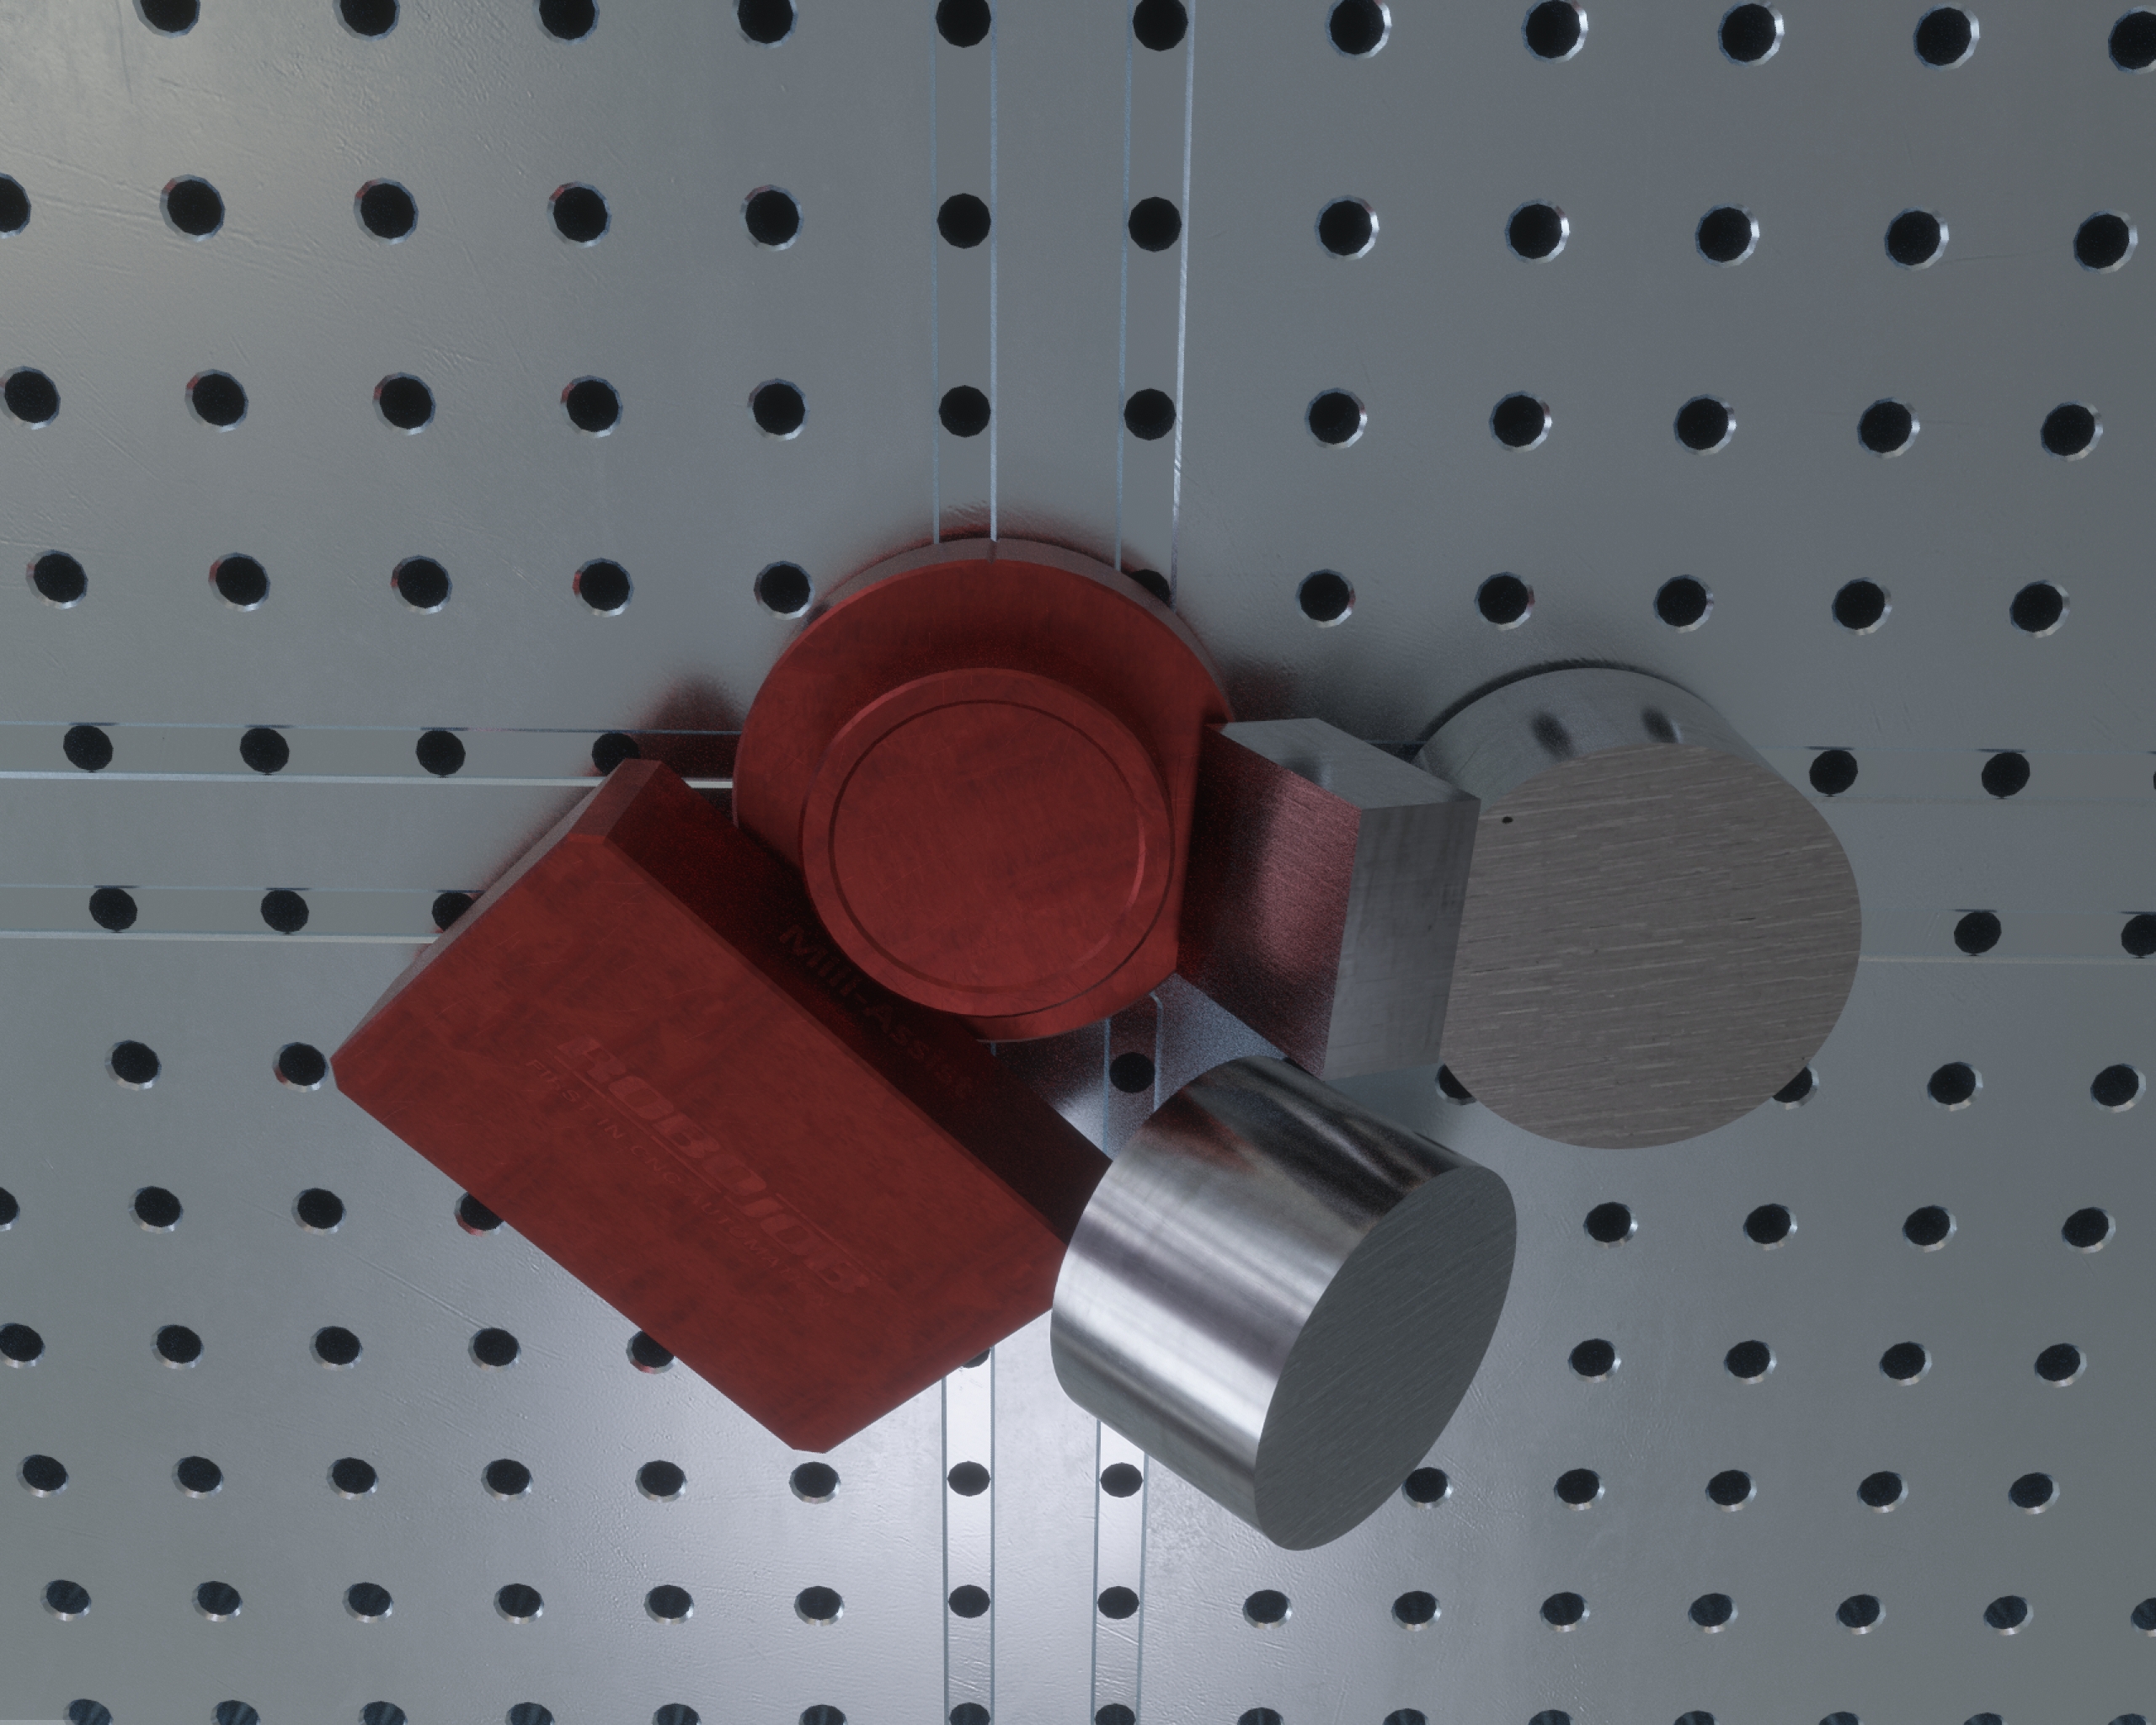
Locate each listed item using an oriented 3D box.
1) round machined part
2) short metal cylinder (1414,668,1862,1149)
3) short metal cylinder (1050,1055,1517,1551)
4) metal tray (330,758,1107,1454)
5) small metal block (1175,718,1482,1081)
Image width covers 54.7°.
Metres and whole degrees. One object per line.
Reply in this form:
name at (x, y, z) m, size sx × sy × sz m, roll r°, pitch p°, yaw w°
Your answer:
round machined part at (-0.016, -0.010, 0.396) m, size 0.099 × 0.042 × 0.097 m, roll 0°, pitch 110°, yaw 0°
short metal cylinder at (0.101, 0.008, 0.400) m, size 0.081 × 0.050 × 0.079 m, roll 0°, pitch 110°, yaw 0°
short metal cylinder at (0.041, 0.084, 0.405) m, size 0.050 × 0.081 × 0.079 m, roll 26°, pitch 115°, yaw 37°
metal tray at (-0.069, 0.052, 0.413) m, size 0.130 × 0.030 × 0.090 m, roll 43°, pitch 120°, yaw -15°
small metal block at (0.044, 0.005, 0.379) m, size 0.025 × 0.050 × 0.050 m, roll -5°, pitch 112°, yaw -28°
